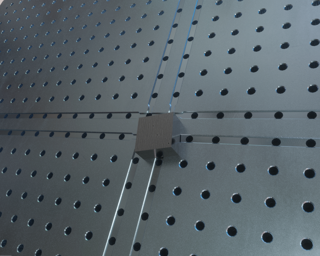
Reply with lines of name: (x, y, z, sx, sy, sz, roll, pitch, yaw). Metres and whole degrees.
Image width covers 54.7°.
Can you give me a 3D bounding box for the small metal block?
small metal block: (-0.002, 0.010, 0.402, 0.050, 0.025, 0.050, -9, 58, 23)
